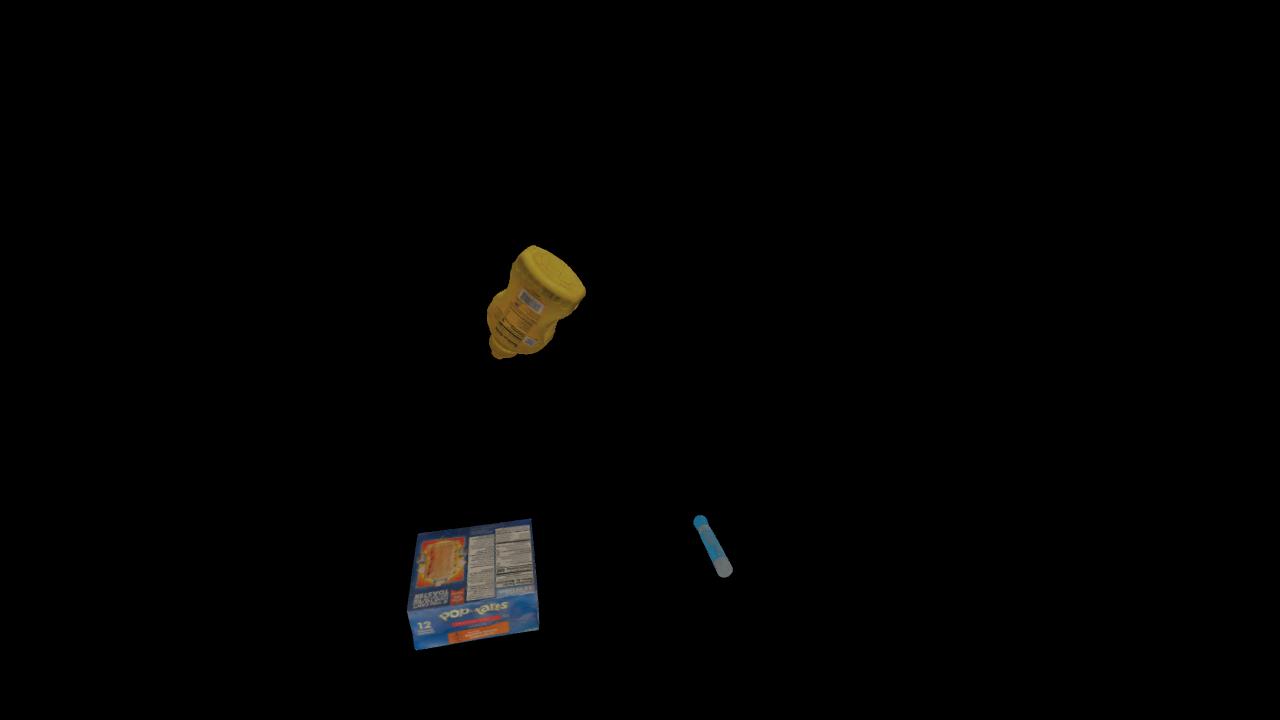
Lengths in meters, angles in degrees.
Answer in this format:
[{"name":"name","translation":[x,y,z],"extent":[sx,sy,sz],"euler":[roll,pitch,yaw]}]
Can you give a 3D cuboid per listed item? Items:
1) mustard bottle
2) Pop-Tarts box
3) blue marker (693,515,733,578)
[{"name":"mustard bottle","translation":[-0.147,-0.055,0.780],"extent":[0.092,0.054,0.184],"euler":[37,-47,-9]},{"name":"Pop-Tarts box","translation":[-0.231,0.314,0.874],"extent":[0.167,0.083,0.141],"euler":[-6,31,-10]},{"name":"blue marker","translation":[0.088,0.227,0.762],"extent":[0.020,0.020,0.121],"euler":[0,14,-10]}]
